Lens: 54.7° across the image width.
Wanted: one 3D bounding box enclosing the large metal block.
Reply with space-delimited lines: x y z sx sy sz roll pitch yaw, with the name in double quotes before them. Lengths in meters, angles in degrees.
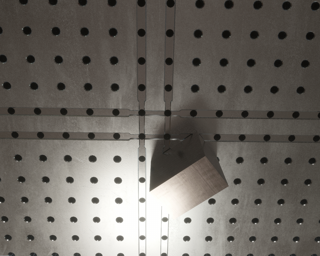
"large metal block" 0.034 0.059 0.406 0.080 0.080 0.050 -35 107 11
